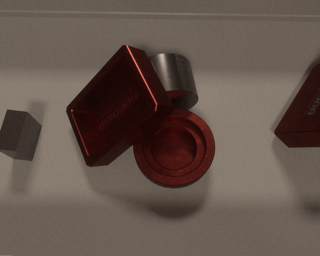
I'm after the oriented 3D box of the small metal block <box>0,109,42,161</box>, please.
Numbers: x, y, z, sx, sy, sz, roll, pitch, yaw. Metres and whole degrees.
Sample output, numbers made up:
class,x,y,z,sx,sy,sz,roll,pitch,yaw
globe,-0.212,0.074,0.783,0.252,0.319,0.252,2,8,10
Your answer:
class,x,y,z,sx,sy,sz,roll,pitch,yaw
small metal block,-0.176,0.010,0.390,0.025,0.050,0.050,7,70,2

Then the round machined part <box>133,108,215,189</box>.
class,x,y,z,sx,sy,sz,roll,pitch,yaw
round machined part,0.017,0.028,0.391,0.099,0.042,0.098,0,70,-1

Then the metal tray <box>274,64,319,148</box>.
class,x,y,z,sx,sy,sz,roll,pitch,yaw
metal tray,0.212,-0.035,0.388,0.030,0.090,0.130,41,73,-13

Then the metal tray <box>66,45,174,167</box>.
class,x,y,z,sx,sy,sz,roll,pitch,yaw
metal tray,-0.054,-0.022,0.370,0.130,0.030,0.090,-39,66,31

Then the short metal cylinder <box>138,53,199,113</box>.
class,x,y,z,sx,sy,sz,roll,pitch,yaw
short metal cylinder,0.005,-0.052,0.400,0.081,0.080,0.050,-9,71,-4
